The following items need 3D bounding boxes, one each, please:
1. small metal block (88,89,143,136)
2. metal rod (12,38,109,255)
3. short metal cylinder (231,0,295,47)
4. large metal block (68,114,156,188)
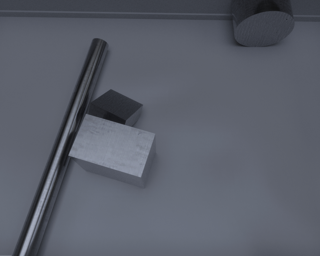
[{"bbox_3d":[-0.057,-0.021,0.403,0.050,0.025,0.050,27,34,9],"label":"small metal block"},{"bbox_3d":[-0.122,0.013,0.403,0.025,0.025,0.299,13,70,4],"label":"metal rod"},{"bbox_3d":[0.145,-0.159,0.441,0.081,0.080,0.050,0,71,-1],"label":"short metal cylinder"},{"bbox_3d":[-0.051,0.031,0.369,0.080,0.080,0.050,16,71,5],"label":"large metal block"}]
